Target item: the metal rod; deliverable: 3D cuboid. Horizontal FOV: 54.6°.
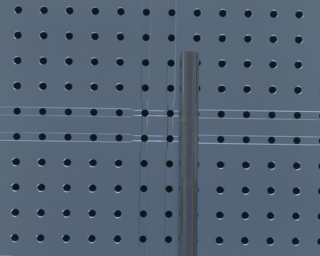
[{"bbox_3d":[0.038,0.050,0.413,0.025,0.025,0.298,0,90,0],"label":"metal rod"}]
